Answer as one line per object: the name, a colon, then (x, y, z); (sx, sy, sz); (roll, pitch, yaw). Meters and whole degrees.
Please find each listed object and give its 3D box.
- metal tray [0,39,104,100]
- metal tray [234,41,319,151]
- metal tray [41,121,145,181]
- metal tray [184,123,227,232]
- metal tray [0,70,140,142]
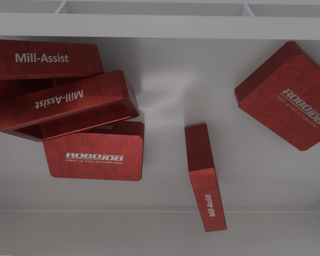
metal tray: (-0.130, -0.050, 0.289); (0.090, 0.131, 0.030); (-15, 89, 42)
metal tray: (0.169, -0.033, 0.379); (0.131, 0.030, 0.090); (30, 124, -24)
metal tray: (-0.089, 0.032, 0.432); (0.131, 0.030, 0.089); (3, 130, -3)
metal tray: (0.063, 0.070, 0.425); (0.030, 0.090, 0.129); (-11, 129, 9)
metal tray: (-0.093, -0.020, 0.342); (0.131, 0.030, 0.090); (-15, 170, 1)
